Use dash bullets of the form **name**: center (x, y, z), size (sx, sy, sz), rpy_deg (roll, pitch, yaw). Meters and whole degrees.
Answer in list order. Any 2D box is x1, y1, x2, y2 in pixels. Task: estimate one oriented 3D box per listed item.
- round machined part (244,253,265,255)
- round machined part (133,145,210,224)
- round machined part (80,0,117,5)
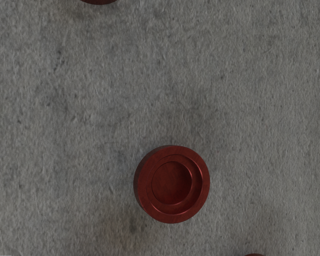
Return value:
- **round machined part**: center (0.132, 0.231, 0.451), size (0.099, 0.042, 0.097), rpy_deg (0, 90, -21)
- **round machined part**: center (0.012, 0.071, 0.406), size (0.099, 0.042, 0.097), rpy_deg (0, 90, -21)
- **round machined part**: center (-0.076, -0.204, 0.372), size (0.099, 0.042, 0.097), rpy_deg (0, 90, -21)
